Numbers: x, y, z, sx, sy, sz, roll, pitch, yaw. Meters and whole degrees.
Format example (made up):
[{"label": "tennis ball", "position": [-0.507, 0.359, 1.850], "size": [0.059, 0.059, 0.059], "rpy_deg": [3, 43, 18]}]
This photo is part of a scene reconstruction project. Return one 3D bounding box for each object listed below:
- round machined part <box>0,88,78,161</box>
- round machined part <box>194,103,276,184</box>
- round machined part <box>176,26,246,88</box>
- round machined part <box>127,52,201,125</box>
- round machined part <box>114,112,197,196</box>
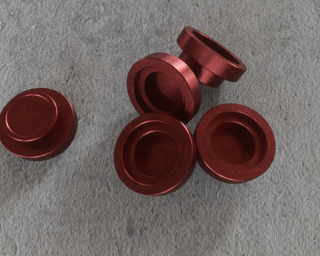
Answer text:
[{"label": "round machined part", "position": [-0.161, -0.009, 0.401], "size": [0.099, 0.042, 0.098], "rpy_deg": [0, 70, 0]}, {"label": "round machined part", "position": [0.089, 0.022, 0.388], "size": [0.099, 0.042, 0.098], "rpy_deg": [2, 69, -6]}, {"label": "round machined part", "position": [0.063, -0.090, 0.413], "size": [0.098, 0.099, 0.042], "rpy_deg": [42, 116, 13]}, {"label": "round machined part", "position": [0.009, -0.049, 0.394], "size": [0.098, 0.097, 0.042], "rpy_deg": [37, 46, 12]}, {"label": "round machined part", "position": [-0.003, 0.033, 0.376], "size": [0.098, 0.042, 0.098], "rpy_deg": [-6, 73, 19]}]
